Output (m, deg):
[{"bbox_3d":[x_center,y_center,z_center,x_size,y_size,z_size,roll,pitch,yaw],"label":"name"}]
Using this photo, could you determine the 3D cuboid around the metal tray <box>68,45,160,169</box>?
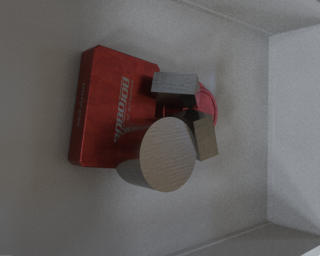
[{"bbox_3d":[-0.050,-0.019,0.358,0.091,0.030,0.129,10,84,-40],"label":"metal tray"}]

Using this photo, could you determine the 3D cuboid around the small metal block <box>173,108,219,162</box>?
[{"bbox_3d":[0.043,0.007,0.375,0.025,0.050,0.050,-19,110,-20],"label":"small metal block"}]

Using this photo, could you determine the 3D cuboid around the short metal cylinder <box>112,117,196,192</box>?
[{"bbox_3d":[-0.005,0.028,0.347,0.081,0.050,0.079,0,90,-40],"label":"short metal cylinder"}]

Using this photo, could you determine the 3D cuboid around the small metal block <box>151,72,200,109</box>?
[{"bbox_3d":[0.021,-0.045,0.374,0.050,0.050,0.025,54,43,-71],"label":"small metal block"}]

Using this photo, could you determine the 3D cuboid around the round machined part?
[{"bbox_3d":[0.043,-0.021,0.431,0.099,0.042,0.097,0,90,-40],"label":"round machined part"}]
